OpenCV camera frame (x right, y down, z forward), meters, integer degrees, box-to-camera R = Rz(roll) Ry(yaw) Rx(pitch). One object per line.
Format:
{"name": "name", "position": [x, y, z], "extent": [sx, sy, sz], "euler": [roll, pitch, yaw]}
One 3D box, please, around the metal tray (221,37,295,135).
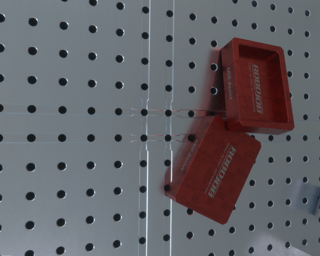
{"name": "metal tray", "position": [0.138, -0.058, 0.442], "extent": [0.091, 0.030, 0.129], "euler": [5, 73, -20]}

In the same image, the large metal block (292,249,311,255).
{"name": "large metal block", "position": [0.244, 0.246, 0.474], "extent": [0.050, 0.080, 0.080], "euler": [-37, 102, -16]}

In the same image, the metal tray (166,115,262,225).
{"name": "metal tray", "position": [0.078, 0.058, 0.439], "extent": [0.090, 0.030, 0.130], "euler": [30, 80, -18]}

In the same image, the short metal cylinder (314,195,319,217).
{"name": "short metal cylinder", "position": [0.296, 0.130, 0.493], "extent": [0.080, 0.080, 0.050], "euler": [22, 83, -19]}
